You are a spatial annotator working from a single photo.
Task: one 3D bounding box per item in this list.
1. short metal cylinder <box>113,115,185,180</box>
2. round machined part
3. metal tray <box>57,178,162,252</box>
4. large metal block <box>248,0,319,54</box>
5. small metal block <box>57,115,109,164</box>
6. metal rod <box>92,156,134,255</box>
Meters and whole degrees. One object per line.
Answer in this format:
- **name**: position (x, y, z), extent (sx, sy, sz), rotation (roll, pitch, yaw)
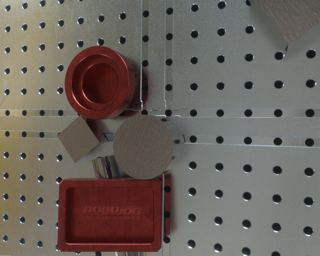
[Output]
- **short metal cylinder**: position (-0.013, 0.023, 0.403), extent (0.080, 0.050, 0.079), rotation (0, 90, 19)
- **round machined part**: position (-0.079, -0.060, 0.430), extent (0.098, 0.042, 0.097), rotation (0, 90, 19)
- **metal tray**: position (-0.063, 0.112, 0.405), extent (0.131, 0.030, 0.089), rotation (0, 85, 1)
- **large metal block**: position (0.155, -0.144, 0.345), extent (0.080, 0.050, 0.080), rotation (-34, 79, 16)
- **small metal block**: position (-0.112, 0.016, 0.451), extent (0.050, 0.025, 0.050), rotation (-39, 78, 15)
- **metal rod**: position (-0.046, 0.186, 0.427), extent (0.025, 0.025, 0.298), rotation (-17, 85, 19)
